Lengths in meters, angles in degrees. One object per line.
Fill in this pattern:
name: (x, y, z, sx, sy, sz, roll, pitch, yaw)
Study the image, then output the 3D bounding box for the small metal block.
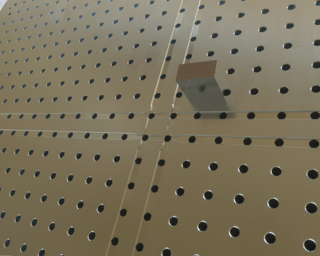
small metal block: (0.055, -0.059, 0.401, 0.050, 0.050, 0.025, -1, 61, 28)
